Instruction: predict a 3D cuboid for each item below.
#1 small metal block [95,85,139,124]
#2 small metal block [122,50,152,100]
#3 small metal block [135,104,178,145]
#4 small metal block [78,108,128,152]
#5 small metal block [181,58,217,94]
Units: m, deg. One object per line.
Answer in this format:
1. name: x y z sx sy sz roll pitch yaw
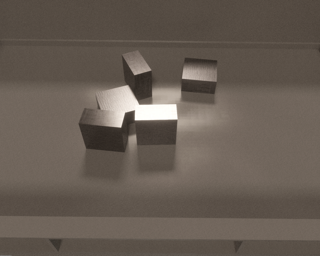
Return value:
1. small metal block: -0.058 -0.029 0.429 0.050 0.025 0.050 -16 52 -13
2. small metal block: -0.033 -0.076 0.453 0.025 0.050 0.050 -19 53 -15
3. small metal block: -0.005 -0.003 0.392 0.050 0.050 0.025 -1 50 -2
4. small metal block: -0.068 0.004 0.385 0.050 0.050 0.025 5 50 4
5. small metal block: 0.060 -0.080 0.473 0.050 0.025 0.050 6 50 4
